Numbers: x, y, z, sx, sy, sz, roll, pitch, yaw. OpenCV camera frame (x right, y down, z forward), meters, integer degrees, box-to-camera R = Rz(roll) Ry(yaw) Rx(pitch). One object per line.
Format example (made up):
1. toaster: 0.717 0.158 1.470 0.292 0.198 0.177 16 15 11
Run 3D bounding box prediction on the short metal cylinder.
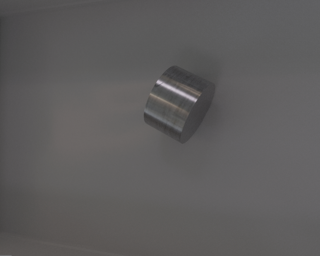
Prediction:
1. short metal cylinder: 0.024 -0.028 0.373 0.050 0.080 0.080 29 100 17
